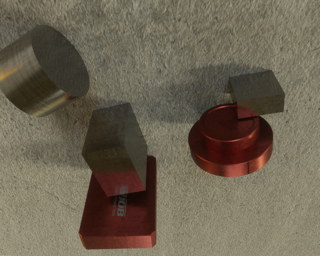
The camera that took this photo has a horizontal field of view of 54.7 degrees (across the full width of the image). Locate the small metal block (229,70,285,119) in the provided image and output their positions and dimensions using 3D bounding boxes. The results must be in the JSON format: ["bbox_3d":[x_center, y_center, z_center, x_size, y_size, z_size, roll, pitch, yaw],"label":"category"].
[{"bbox_3d":[0.110,-0.040,0.358,0.050,0.050,0.025,-8,130,7],"label":"small metal block"}]

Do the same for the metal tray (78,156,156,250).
[{"bbox_3d":[-0.050,0.095,0.419,0.091,0.130,0.030,-2,130,1],"label":"metal tray"}]

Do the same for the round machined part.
[{"bbox_3d":[0.082,0.007,0.366,0.098,0.098,0.042,-9,130,7],"label":"round machined part"}]

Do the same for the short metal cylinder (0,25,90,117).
[{"bbox_3d":[-0.119,-0.058,0.321,0.050,0.080,0.080,-25,126,19],"label":"short metal cylinder"}]

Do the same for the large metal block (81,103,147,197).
[{"bbox_3d":[-0.052,0.027,0.394,0.050,0.080,0.080,-11,129,9],"label":"large metal block"}]
